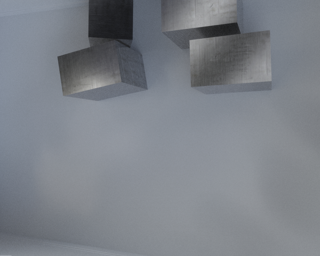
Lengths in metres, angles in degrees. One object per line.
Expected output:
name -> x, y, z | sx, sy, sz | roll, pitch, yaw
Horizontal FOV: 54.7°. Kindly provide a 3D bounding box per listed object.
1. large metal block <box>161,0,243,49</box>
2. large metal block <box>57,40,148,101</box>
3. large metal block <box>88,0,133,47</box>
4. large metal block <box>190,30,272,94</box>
large metal block -> 0.053, -0.130, 0.362 | 0.080, 0.080, 0.050 | -1, 90, 19
large metal block -> -0.072, -0.071, 0.405 | 0.080, 0.080, 0.050 | -10, 87, 19
large metal block -> -0.063, -0.143, 0.395 | 0.050, 0.080, 0.079 | 1, 90, -10
large metal block -> 0.083, -0.069, 0.352 | 0.080, 0.080, 0.050 | -2, 90, 19
